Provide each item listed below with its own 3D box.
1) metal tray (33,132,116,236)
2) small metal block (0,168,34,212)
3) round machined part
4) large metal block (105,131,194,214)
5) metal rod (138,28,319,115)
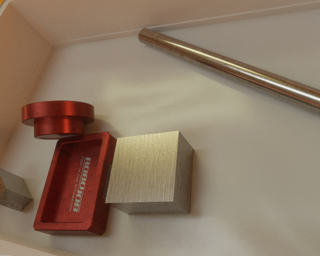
[{"bbox_3d":[-0.108,0.073,0.412,0.090,0.030,0.130,-8,58,23],"label":"metal tray"},{"bbox_3d":[-0.218,0.089,0.447,0.025,0.050,0.050,-46,51,-3],"label":"small metal block"},{"bbox_3d":[-0.143,-0.008,0.443,0.098,0.098,0.042,-8,82,24],"label":"round machined part"},{"bbox_3d":[-0.009,0.054,0.360,0.080,0.050,0.080,-7,58,24],"label":"large metal block"},{"bbox_3d":[0.075,-0.089,0.419,0.300,0.025,0.025,32,80,37],"label":"metal rod"}]
